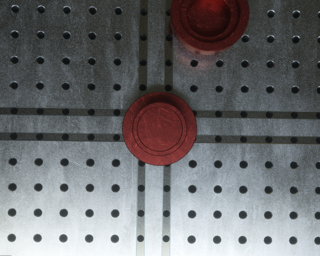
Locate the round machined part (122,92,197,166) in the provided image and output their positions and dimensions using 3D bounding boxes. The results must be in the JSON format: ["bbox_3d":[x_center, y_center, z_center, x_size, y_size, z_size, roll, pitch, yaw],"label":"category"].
[{"bbox_3d":[0.000,0.001,0.405,0.099,0.042,0.097,0,90,-1],"label":"round machined part"}]

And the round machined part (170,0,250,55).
[{"bbox_3d":[0.062,-0.144,0.406,0.099,0.042,0.097,0,90,-1],"label":"round machined part"}]
